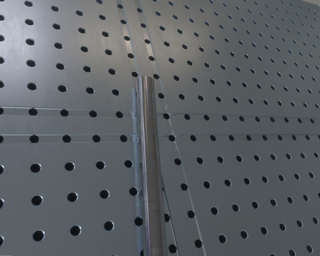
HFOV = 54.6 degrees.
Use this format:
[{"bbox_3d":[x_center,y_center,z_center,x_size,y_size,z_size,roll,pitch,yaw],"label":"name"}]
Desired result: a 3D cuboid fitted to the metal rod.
[{"bbox_3d":[-0.010,0.065,0.362,0.025,0.025,0.299,9,58,-23],"label":"metal rod"}]
